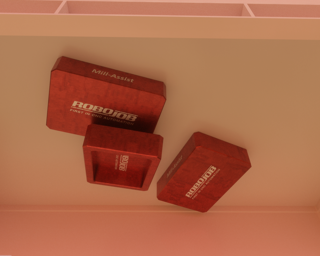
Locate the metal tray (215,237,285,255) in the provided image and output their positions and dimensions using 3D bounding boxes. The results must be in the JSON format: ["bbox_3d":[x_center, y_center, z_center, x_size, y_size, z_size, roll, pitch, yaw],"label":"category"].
[{"bbox_3d":[0.184,0.267,0.637,0.131,0.030,0.090,-10,130,8],"label":"metal tray"}]

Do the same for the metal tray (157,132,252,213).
[{"bbox_3d":[0.062,0.072,0.467,0.091,0.030,0.129,20,127,-17],"label":"metal tray"}]

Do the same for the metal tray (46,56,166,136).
[{"bbox_3d":[-0.067,-0.027,0.382,0.131,0.030,0.089,13,129,-11],"label":"metal tray"}]

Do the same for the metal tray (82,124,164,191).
[{"bbox_3d":[-0.051,0.045,0.412,0.091,0.030,0.129,9,150,-5],"label":"metal tray"}]
